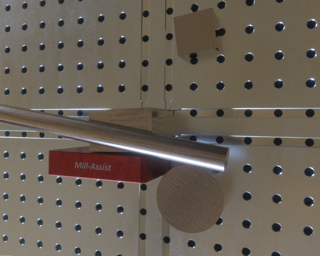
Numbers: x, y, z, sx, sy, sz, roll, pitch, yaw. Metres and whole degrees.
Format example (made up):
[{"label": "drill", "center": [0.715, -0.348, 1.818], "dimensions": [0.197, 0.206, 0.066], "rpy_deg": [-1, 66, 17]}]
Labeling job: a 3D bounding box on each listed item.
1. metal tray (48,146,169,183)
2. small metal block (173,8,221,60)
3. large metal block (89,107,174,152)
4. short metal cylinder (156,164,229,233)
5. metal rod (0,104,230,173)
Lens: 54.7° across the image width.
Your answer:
[{"label": "metal tray", "center": [-0.063, 0.044, 0.398], "dimensions": [0.130, 0.090, 0.030], "rpy_deg": [2, 91, 19]}, {"label": "small metal block", "center": [0.047, -0.119, 0.395], "dimensions": [0.050, 0.025, 0.050], "rpy_deg": [-8, 88, 19]}, {"label": "large metal block", "center": [-0.033, 0.002, 0.394], "dimensions": [0.080, 0.080, 0.050], "rpy_deg": [-1, 90, 19]}, {"label": "short metal cylinder", "center": [0.042, 0.082, 0.384], "dimensions": [0.080, 0.050, 0.079], "rpy_deg": [0, 90, 19]}, {"label": "metal rod", "center": [-0.075, 0.006, 0.352], "dimensions": [0.301, 0.025, 0.025], "rpy_deg": [11, 94, 19]}]
